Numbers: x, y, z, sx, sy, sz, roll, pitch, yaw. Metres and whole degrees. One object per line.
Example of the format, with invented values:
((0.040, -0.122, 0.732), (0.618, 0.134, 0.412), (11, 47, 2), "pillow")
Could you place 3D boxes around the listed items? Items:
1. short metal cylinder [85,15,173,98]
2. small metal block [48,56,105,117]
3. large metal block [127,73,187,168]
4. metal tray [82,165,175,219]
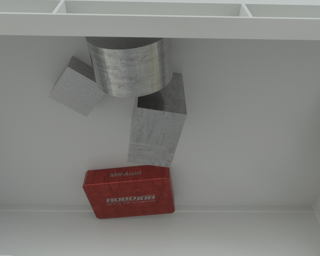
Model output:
((-0.029, -0.074, 0.310), (0.080, 0.080, 0.050), (-3, 130, 2), "short metal cylinder")
((-0.095, -0.048, 0.367), (0.050, 0.025, 0.050), (29, 124, -23), "small metal block")
((-0.005, -0.013, 0.362), (0.050, 0.080, 0.079), (8, 130, -7), "large metal block")
((-0.046, 0.103, 0.493), (0.131, 0.030, 0.089), (-6, 130, 4), "metal tray")
